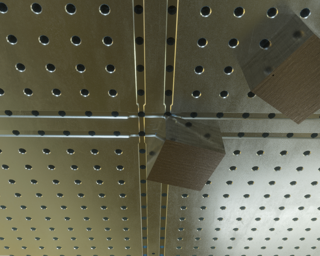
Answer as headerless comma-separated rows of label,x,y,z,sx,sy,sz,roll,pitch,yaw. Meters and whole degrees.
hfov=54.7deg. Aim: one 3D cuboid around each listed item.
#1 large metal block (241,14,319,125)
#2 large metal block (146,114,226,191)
large metal block,0.153,-0.062,0.345,0.080,0.050,0.080,29,124,-23
large metal block,0.032,0.036,0.426,0.081,0.050,0.079,14,129,-13
